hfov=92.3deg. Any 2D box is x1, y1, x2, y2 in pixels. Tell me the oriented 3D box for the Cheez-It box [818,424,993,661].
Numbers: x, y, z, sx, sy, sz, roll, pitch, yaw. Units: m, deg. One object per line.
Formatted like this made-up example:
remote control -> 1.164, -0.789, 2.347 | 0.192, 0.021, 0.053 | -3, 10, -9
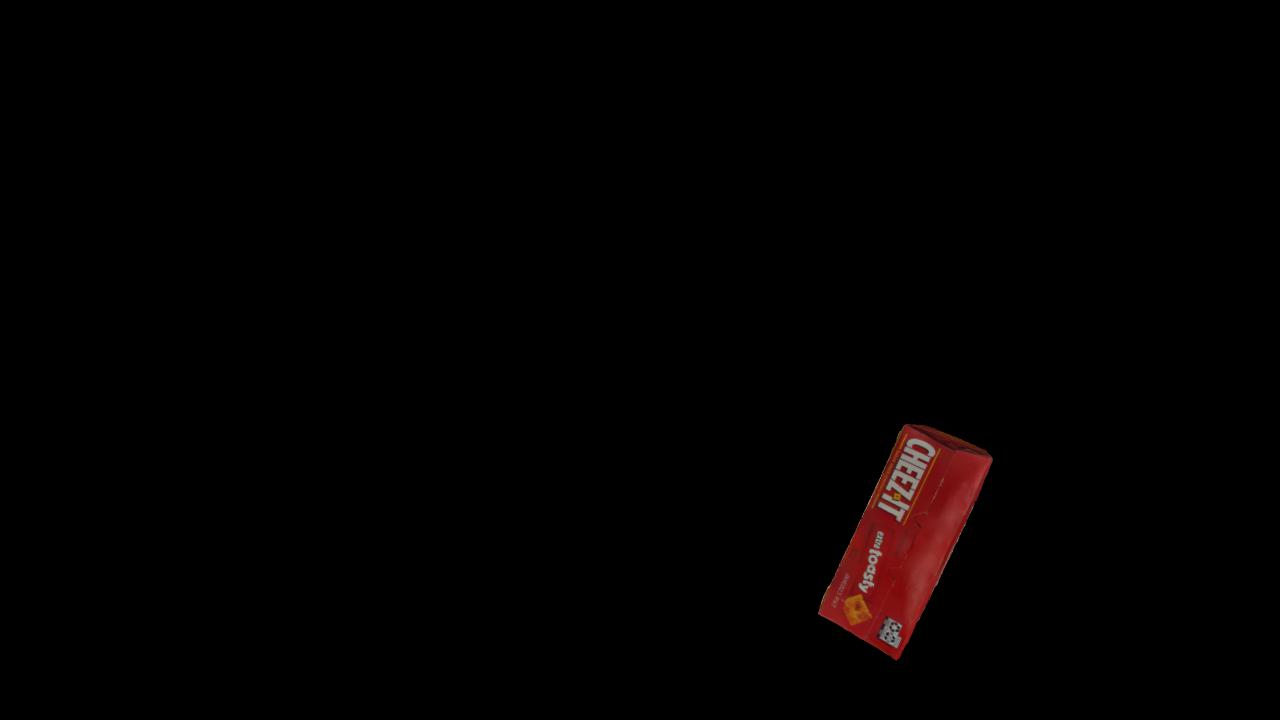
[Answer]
Cheez-It box -> 0.242, 0.144, 0.542 | 0.071, 0.166, 0.223 | 24, 6, 29
